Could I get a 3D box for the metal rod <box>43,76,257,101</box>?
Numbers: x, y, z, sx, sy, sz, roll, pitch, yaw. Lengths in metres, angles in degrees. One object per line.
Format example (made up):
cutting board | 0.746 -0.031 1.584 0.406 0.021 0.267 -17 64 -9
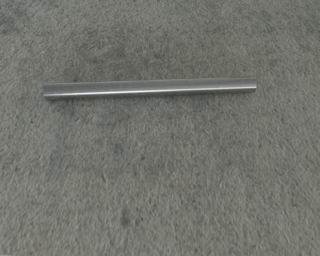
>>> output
metal rod | -0.012 -0.058 0.451 0.302 0.025 0.025 -2 50 -3
